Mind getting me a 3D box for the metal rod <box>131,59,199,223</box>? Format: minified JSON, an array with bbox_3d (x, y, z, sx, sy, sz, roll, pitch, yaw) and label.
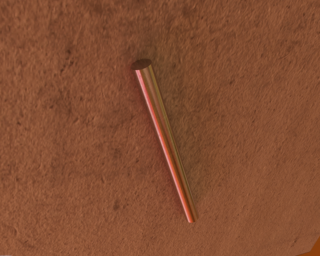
[{"bbox_3d":[0.017,0.040,0.442,0.025,0.025,0.299,-28,128,-11],"label":"metal rod"}]
